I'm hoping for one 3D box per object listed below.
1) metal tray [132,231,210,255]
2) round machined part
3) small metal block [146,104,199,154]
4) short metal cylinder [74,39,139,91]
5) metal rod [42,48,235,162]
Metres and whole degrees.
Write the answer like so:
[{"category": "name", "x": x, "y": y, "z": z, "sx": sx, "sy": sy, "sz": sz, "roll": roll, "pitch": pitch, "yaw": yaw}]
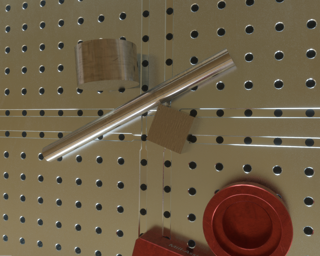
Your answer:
[{"category": "metal tray", "x": 0.023, "y": 0.202, "z": 0.401, "sx": 0.130, "sy": 0.030, "sz": 0.089, "roll": 16, "pitch": 95, "yaw": 18}, {"category": "round machined part", "x": 0.103, "y": 0.112, "z": 0.367, "sx": 0.098, "sy": 0.042, "sz": 0.097, "roll": 0, "pitch": 90, "yaw": 19}, {"category": "small metal block", "x": 0.017, "y": 0.001, "z": 0.406, "sx": 0.050, "sy": 0.025, "sz": 0.050, "roll": 23, "pitch": 97, "yaw": 18}, {"category": "short metal cylinder", "x": -0.069, "y": -0.080, "z": 0.407, "sx": 0.080, "sy": 0.080, "sz": 0.050, "roll": -5, "pitch": 88, "yaw": 19}, {"category": "metal rod", "x": -0.041, "y": -0.024, "z": 0.426, "sx": 0.300, "sy": 0.025, "sz": 0.025, "roll": -26, "pitch": 82, "yaw": 17}]
